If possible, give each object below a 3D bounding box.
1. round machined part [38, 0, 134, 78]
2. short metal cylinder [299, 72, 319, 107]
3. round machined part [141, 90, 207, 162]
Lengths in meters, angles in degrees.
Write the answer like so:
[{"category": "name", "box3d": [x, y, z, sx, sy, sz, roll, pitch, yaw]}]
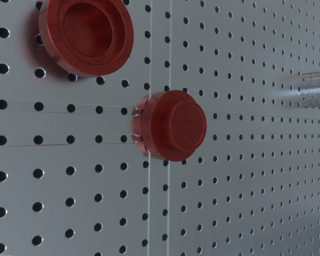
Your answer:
[{"category": "round machined part", "box3d": [-0.080, -0.103, 0.331, 0.099, 0.042, 0.097, 0, 90, -40]}, {"category": "short metal cylinder", "box3d": [0.356, -0.086, 0.692, 0.081, 0.050, 0.079, 0, 90, -40]}, {"category": "round machined part", "box3d": [0.025, -0.003, 0.420, 0.099, 0.042, 0.097, 0, 90, -40]}]
